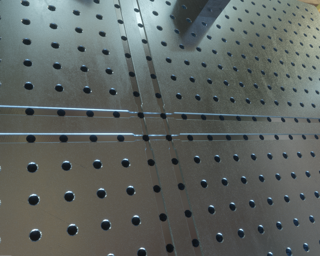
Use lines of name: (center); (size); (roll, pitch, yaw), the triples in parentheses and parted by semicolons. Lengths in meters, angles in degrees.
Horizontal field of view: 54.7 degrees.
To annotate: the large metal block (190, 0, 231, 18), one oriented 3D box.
large metal block: (0.097, -0.272, 0.594); (0.050, 0.080, 0.080); (-8, 66, -32)
